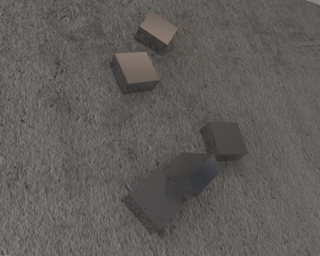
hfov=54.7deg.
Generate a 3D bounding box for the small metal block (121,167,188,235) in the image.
[{"bbox_3d":[-0.006,0.082,0.350,0.050,0.025,0.050,48,51,5],"label":"small metal block"}]

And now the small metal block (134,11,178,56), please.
[{"bbox_3d":[-0.006,-0.151,0.492,0.050,0.025,0.050,32,52,-8],"label":"small metal block"}]

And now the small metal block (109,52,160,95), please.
[{"bbox_3d":[-0.035,-0.077,0.432,0.050,0.025,0.050,-13,68,-33],"label":"small metal block"}]

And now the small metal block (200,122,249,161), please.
[{"bbox_3d":[0.091,0.019,0.441,0.050,0.025,0.050,1,61,-28],"label":"small metal block"}]

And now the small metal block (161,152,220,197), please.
[{"bbox_3d":[0.034,0.054,0.370,0.050,0.050,0.025,-37,113,-39],"label":"small metal block"}]
